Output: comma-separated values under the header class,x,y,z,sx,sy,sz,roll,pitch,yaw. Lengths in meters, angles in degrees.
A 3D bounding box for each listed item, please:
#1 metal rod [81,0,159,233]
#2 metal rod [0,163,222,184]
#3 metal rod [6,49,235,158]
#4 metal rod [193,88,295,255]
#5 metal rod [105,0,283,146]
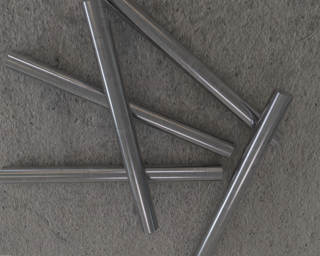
class,x,y,z,sx,sy,sz,roll,pitch,yaw
metal rod,-0.043,0.001,0.381,0.025,0.025,0.298,-11,110,4
metal rod,-0.066,0.063,0.432,0.302,0.025,0.025,-1,110,0
metal rod,-0.043,-0.027,0.399,0.302,0.025,0.025,22,109,-8
metal rod,0.102,0.086,0.425,0.025,0.025,0.298,15,116,-6
metal rod,0.040,-0.076,0.381,0.301,0.025,0.025,38,106,-13
